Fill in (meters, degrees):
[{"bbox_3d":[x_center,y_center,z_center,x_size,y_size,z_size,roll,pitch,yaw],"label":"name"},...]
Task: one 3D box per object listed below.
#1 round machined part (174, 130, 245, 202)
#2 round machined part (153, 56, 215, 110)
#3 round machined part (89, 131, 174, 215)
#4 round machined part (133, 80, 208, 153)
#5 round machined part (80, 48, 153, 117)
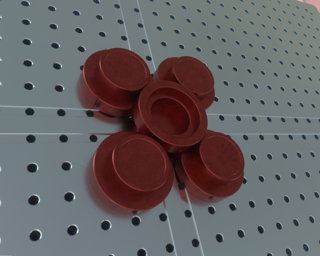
[{"bbox_3d":[0.072,0.044,0.410,0.099,0.042,0.098,14,56,-21],"label":"round machined part"},{"bbox_3d":[0.041,-0.068,0.462,0.099,0.042,0.098,14,56,-21],"label":"round machined part"},{"bbox_3d":[-0.028,0.046,0.356,0.099,0.042,0.098,14,56,-21],"label":"round machined part"},{"bbox_3d":[0.010,-0.011,0.409,0.099,0.042,0.098,14,56,-21],"label":"round machined part"},{"bbox_3d":[-0.052,-0.067,0.410,0.099,0.042,0.098,14,56,-21],"label":"round machined part"}]
